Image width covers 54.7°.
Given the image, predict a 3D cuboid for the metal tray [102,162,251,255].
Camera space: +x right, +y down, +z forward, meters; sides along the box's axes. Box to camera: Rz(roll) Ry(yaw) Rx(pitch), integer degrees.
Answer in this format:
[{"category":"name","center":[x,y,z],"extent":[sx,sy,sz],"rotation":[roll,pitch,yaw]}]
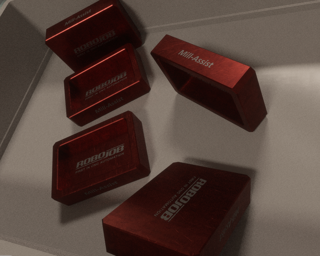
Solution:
[{"category":"metal tray","center":[0.022,0.077,0.290],"extent":[0.090,0.030,0.131],"rotation":[8,22,31]}]

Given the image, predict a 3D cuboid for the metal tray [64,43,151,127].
[{"category":"metal tray","center":[-0.087,-0.068,0.487],"extent":[0.130,0.030,0.090],"rotation":[-26,53,11]}]

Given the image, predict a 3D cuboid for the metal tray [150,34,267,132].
[{"category":"metal tray","center":[0.057,-0.054,0.366],"extent":[0.130,0.090,0.030],"rotation":[34,81,38]}]

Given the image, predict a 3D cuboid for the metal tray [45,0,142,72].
[{"category":"metal tray","center":[-0.107,-0.148,0.508],"extent":[0.130,0.090,0.030],"rotation":[-22,54,14]}]

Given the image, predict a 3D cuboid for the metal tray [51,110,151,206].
[{"category":"metal tray","center":[-0.083,0.041,0.419],"extent":[0.130,0.030,0.090],"rotation":[-22,53,14]}]
